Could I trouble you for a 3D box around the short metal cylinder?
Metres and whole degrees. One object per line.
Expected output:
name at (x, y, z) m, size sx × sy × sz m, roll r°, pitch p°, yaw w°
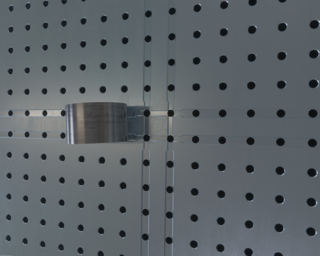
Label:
short metal cylinder at (-0.083, -0.006, 0.413) m, size 0.080 × 0.080 × 0.050 m, roll -3°, pitch 89°, yaw 20°
